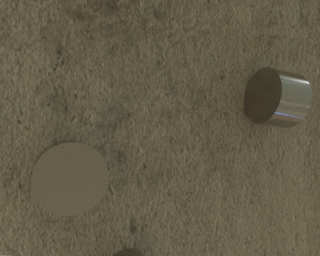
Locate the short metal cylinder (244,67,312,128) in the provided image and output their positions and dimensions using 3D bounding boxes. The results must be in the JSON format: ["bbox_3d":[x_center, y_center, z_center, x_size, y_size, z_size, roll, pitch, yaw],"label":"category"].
[{"bbox_3d":[0.166,-0.042,0.443,0.050,0.080,0.080,8,88,-20],"label":"short metal cylinder"}]

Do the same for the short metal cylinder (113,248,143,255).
[{"bbox_3d":[-0.041,0.191,0.366,0.080,0.080,0.050,-36,102,-17],"label":"short metal cylinder"}]

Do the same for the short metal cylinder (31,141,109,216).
[{"bbox_3d":[-0.104,0.055,0.358,0.081,0.050,0.079,0,90,-21],"label":"short metal cylinder"}]
